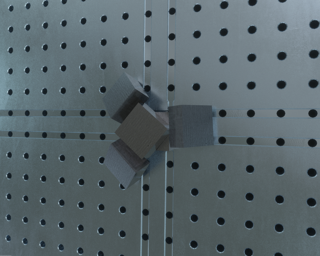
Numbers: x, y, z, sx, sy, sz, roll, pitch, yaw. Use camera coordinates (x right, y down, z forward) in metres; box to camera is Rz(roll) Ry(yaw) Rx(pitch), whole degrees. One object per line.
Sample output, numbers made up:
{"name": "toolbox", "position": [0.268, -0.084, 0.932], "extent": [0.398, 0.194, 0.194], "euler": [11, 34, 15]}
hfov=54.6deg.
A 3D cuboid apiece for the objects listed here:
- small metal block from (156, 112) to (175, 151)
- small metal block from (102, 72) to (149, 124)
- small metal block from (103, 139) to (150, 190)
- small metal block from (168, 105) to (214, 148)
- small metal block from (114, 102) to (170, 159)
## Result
{"name": "small metal block", "position": [-0.007, 0.003, 0.416], "extent": [0.050, 0.025, 0.050], "euler": [2, 93, 20]}
{"name": "small metal block", "position": [-0.047, -0.040, 0.417], "extent": [0.050, 0.025, 0.050], "euler": [-48, 40, 13]}
{"name": "small metal block", "position": [-0.046, 0.047, 0.416], "extent": [0.050, 0.025, 0.050], "euler": [47, 142, 14]}
{"name": "small metal block", "position": [0.039, -0.002, 0.383], "extent": [0.025, 0.050, 0.050], "euler": [-4, 88, 53]}
{"name": "small metal block", "position": [-0.020, 0.003, 0.393], "extent": [0.050, 0.025, 0.050], "euler": [43, 103, 14]}
